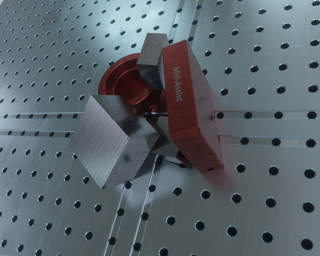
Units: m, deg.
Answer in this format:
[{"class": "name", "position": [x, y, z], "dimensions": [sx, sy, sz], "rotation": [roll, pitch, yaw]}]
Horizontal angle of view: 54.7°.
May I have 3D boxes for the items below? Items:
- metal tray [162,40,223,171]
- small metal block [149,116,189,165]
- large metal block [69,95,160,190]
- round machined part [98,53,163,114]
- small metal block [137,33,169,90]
[{"class": "metal tray", "position": [0.038, -0.027, 0.362], "dimensions": [0.030, 0.090, 0.130], "rotation": [-16, 55, 19]}, {"class": "small metal block", "position": [0.016, 0.015, 0.383], "dimensions": [0.050, 0.025, 0.050], "rotation": [8, 69, 43]}, {"class": "large metal block", "position": [-0.059, 0.015, 0.383], "dimensions": [0.080, 0.050, 0.079], "rotation": [46, 120, 28]}, {"class": "round machined part", "position": [-0.037, -0.058, 0.450], "dimensions": [0.098, 0.042, 0.098], "rotation": [-13, 56, 20]}, {"class": "small metal block", "position": [-0.005, -0.083, 0.392], "dimensions": [0.025, 0.050, 0.050], "rotation": [7, 63, 16]}]
